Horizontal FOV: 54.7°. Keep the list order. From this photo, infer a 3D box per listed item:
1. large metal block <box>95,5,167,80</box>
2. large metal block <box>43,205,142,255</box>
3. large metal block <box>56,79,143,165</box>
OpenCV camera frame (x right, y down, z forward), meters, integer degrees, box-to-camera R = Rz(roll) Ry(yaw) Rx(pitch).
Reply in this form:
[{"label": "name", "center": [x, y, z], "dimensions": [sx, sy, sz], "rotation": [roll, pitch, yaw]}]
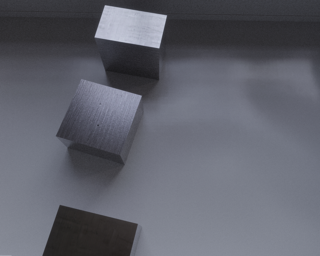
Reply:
[{"label": "large metal block", "center": [-0.036, -0.113, 0.421], "dimensions": [0.080, 0.080, 0.050], "rotation": [10, 71, 3]}, {"label": "large metal block", "center": [-0.067, 0.121, 0.335], "dimensions": [0.080, 0.080, 0.050], "rotation": [13, 71, 4]}, {"label": "large metal block", "center": [-0.073, -0.007, 0.398], "dimensions": [0.080, 0.050, 0.080], "rotation": [16, 71, 5]}]
